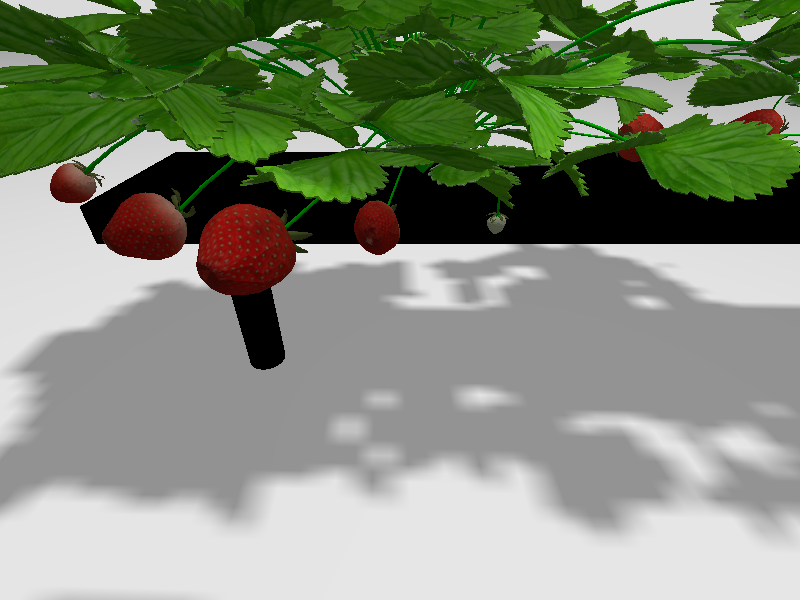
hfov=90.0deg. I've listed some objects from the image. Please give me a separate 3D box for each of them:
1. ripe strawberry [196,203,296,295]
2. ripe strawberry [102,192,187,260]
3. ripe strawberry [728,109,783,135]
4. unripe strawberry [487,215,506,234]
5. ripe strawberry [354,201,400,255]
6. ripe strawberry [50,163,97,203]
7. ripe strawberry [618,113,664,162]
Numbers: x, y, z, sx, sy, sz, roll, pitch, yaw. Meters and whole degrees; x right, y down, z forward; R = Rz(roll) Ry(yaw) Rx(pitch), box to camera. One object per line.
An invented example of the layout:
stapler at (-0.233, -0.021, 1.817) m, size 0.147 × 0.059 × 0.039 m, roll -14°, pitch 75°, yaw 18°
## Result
ripe strawberry at (-0.071, -0.020, 0.182) m, size 0.040 × 0.043 × 0.043 m, roll 15°, pitch 38°, yaw 21°
ripe strawberry at (-0.134, -0.037, 0.210) m, size 0.038 × 0.032 × 0.038 m, roll 29°, pitch 50°, yaw 35°
ripe strawberry at (0.346, -0.166, 0.396) m, size 0.042 × 0.041 × 0.039 m, roll 17°, pitch 38°, yaw 24°
unripe strawberry at (0.055, -0.044, 0.230) m, size 0.011 × 0.011 × 0.010 m, roll -8°, pitch 35°, yaw -12°
ripe strawberry at (-0.013, -0.038, 0.215) m, size 0.025 × 0.029 × 0.027 m, roll 7°, pitch 36°, yaw 10°
ripe strawberry at (-0.230, -0.081, 0.281) m, size 0.029 × 0.025 × 0.029 m, roll -34°, pitch 37°, yaw 5°
ripe strawberry at (0.226, -0.150, 0.371) m, size 0.043 × 0.042 × 0.040 m, roll -6°, pitch 35°, yaw -10°
